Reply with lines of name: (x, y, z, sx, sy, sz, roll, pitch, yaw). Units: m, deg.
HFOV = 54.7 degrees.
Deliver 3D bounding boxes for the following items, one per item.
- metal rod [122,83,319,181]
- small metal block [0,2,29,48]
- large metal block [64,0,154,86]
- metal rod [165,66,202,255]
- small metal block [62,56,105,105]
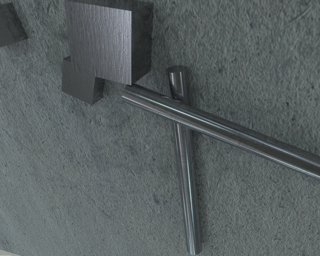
metal rod: (0.100, 0.015, 0.341, 0.301, 0.025, 0.025, 22, 127, 6)
small metal block: (-0.221, -0.142, 0.433, 0.050, 0.025, 0.050, -4, 117, 29)
large metal block: (-0.056, -0.103, 0.355, 0.080, 0.050, 0.079, 16, 125, 18)
metal rod: (0.037, 0.063, 0.424, 0.025, 0.025, 0.298, 6, 121, 25)
small metal block: (-0.103, -0.066, 0.419, 0.050, 0.025, 0.050, 25, 127, 12)
